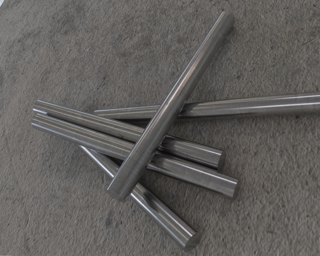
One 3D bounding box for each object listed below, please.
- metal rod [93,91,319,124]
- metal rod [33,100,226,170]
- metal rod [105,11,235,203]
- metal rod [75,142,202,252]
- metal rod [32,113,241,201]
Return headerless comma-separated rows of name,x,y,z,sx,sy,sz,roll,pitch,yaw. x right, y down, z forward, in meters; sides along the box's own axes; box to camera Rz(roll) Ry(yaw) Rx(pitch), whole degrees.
metal rod,0.042,-0.021,0.394,0.300,0.025,0.025,-3,61,27
metal rod,-0.059,0.002,0.415,0.300,0.025,0.025,15,69,28
metal rod,0.026,-0.044,0.386,0.025,0.025,0.300,14,59,34
metal rod,-0.064,0.050,0.407,0.300,0.025,0.025,34,81,38
metal rod,-0.049,0.027,0.389,0.300,0.025,0.025,16,70,26
